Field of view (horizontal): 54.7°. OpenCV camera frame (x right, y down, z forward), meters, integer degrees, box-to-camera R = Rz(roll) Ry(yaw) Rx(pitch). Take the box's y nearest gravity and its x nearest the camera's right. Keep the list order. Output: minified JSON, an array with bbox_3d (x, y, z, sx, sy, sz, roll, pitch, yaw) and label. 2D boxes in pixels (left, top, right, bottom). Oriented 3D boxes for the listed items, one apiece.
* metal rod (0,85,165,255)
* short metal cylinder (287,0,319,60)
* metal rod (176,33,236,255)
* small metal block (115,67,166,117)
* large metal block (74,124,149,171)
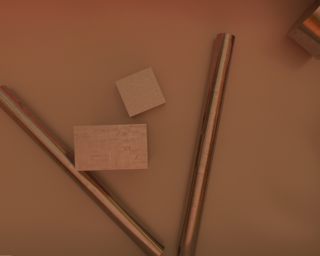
[{"bbox_3d":[-0.108,0.059,0.410,0.025,0.025,0.300,-45,91,0],"label":"metal rod"},{"bbox_3d":[0.208,-0.133,0.387,0.050,0.080,0.080,40,90,-1],"label":"short metal cylinder"},{"bbox_3d":[0.061,0.025,0.412,0.025,0.025,0.298,11,90,-1],"label":"metal rod"},{"bbox_3d":[-0.025,-0.047,0.411,0.050,0.025,0.050,-23,90,-1],"label":"small metal block"},{"bbox_3d":[-0.055,0.021,0.383,0.081,0.080,0.050,-2,90,-1],"label":"large metal block"}]
